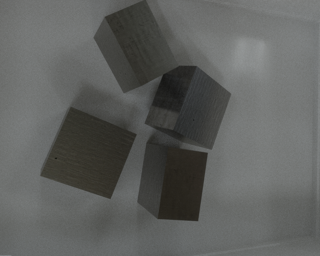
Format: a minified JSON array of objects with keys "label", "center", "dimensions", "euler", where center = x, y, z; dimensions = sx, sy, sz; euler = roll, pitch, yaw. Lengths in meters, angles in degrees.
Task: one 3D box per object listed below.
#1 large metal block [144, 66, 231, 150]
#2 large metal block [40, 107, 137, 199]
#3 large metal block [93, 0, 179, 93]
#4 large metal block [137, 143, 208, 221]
[{"label":"large metal block","center":[0.038,-0.025,0.397],"dimensions":[0.080,0.050,0.080],"euler":[27,80,-43]},{"label":"large metal block","center":[-0.085,0.029,0.366],"dimensions":[0.080,0.050,0.080],"euler":[24,82,-19]},{"label":"large metal block","center":[-0.032,-0.092,0.370],"dimensions":[0.050,0.080,0.080],"euler":[-31,100,-18]},{"label":"large metal block","center":[0.013,0.064,0.387],"dimensions":[0.050,0.080,0.080],"euler":[10,87,-20]}]
